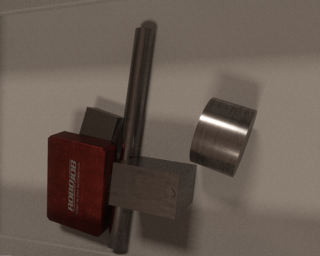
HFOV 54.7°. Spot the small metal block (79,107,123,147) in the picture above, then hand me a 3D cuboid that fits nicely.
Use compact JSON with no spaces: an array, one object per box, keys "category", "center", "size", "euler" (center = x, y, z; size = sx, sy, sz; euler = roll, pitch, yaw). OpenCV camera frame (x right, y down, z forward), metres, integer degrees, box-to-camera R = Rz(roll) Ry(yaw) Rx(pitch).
[{"category":"small metal block","center":[-0.082,0.002,0.438],"size":[0.050,0.025,0.050],"euler":[20,96,18]}]

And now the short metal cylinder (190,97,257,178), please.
[{"category":"short metal cylinder","center":[0.073,0.010,0.355],"size":[0.050,0.080,0.080],"euler":[20,97,18]}]

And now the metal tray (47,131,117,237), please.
[{"category":"metal tray","center":[-0.111,0.077,0.431],"size":[0.090,0.030,0.129],"euler":[12,106,19]}]

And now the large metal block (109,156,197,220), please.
[{"category":"large metal block","center":[-0.005,0.069,0.382],"size":[0.080,0.080,0.050],"euler":[7,93,19]}]

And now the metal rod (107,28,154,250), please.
[{"category":"metal rod","center":[-0.041,0.016,0.423],"size":[0.025,0.025,0.298],"euler":[9,93,19]}]
